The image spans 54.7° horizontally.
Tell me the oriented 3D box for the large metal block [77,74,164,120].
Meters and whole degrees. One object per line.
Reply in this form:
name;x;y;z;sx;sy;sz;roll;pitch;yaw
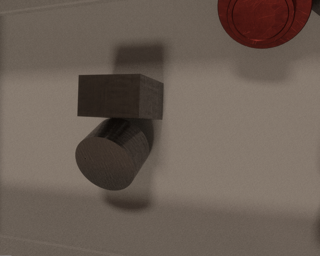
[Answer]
large metal block;-0.047;-0.037;0.397;0.080;0.080;0.050;2;91;19

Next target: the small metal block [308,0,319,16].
small metal block;0.180;-0.147;0.332;0.025;0.050;0.050;-44;76;3

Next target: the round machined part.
round machined part;0.111;-0.130;0.335;0.098;0.042;0.097;15;135;15

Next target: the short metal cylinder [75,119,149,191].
short metal cylinder;-0.060;0.034;0.401;0.080;0.050;0.079;9;121;16
